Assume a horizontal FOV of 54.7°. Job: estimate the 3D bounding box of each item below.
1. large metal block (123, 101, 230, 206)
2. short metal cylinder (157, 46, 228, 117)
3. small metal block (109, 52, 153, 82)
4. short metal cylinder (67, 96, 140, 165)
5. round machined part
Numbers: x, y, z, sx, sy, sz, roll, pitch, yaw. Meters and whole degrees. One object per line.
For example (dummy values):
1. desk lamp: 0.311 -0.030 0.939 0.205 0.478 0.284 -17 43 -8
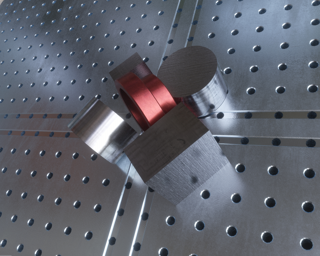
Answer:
1. large metal block: 0.021 0.031 0.343 0.080 0.080 0.050 -40 51 1
2. short metal cylinder: 0.043 -0.060 0.405 0.080 0.050 0.080 -13 56 20
3. small metal block: -0.038 -0.074 0.456 0.050 0.050 0.025 -36 52 4
4. short metal cylinder: -0.073 0.003 0.407 0.080 0.080 0.050 35 82 38
5. round machined part: -0.011 -0.028 0.384 0.042 0.098 0.098 -34 51 -10
